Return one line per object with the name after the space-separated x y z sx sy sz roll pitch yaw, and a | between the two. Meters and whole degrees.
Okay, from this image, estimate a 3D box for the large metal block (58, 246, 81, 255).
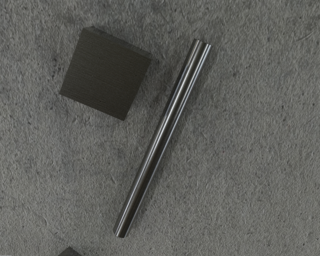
-0.156 0.243 0.468 0.080 0.080 0.050 -41 106 13 | large metal block

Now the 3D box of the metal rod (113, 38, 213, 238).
-0.003 0.027 0.419 0.025 0.025 0.298 21 109 -8 | metal rod

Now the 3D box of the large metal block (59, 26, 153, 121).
-0.062 -0.066 0.371 0.080 0.050 0.079 23 108 -9 | large metal block
